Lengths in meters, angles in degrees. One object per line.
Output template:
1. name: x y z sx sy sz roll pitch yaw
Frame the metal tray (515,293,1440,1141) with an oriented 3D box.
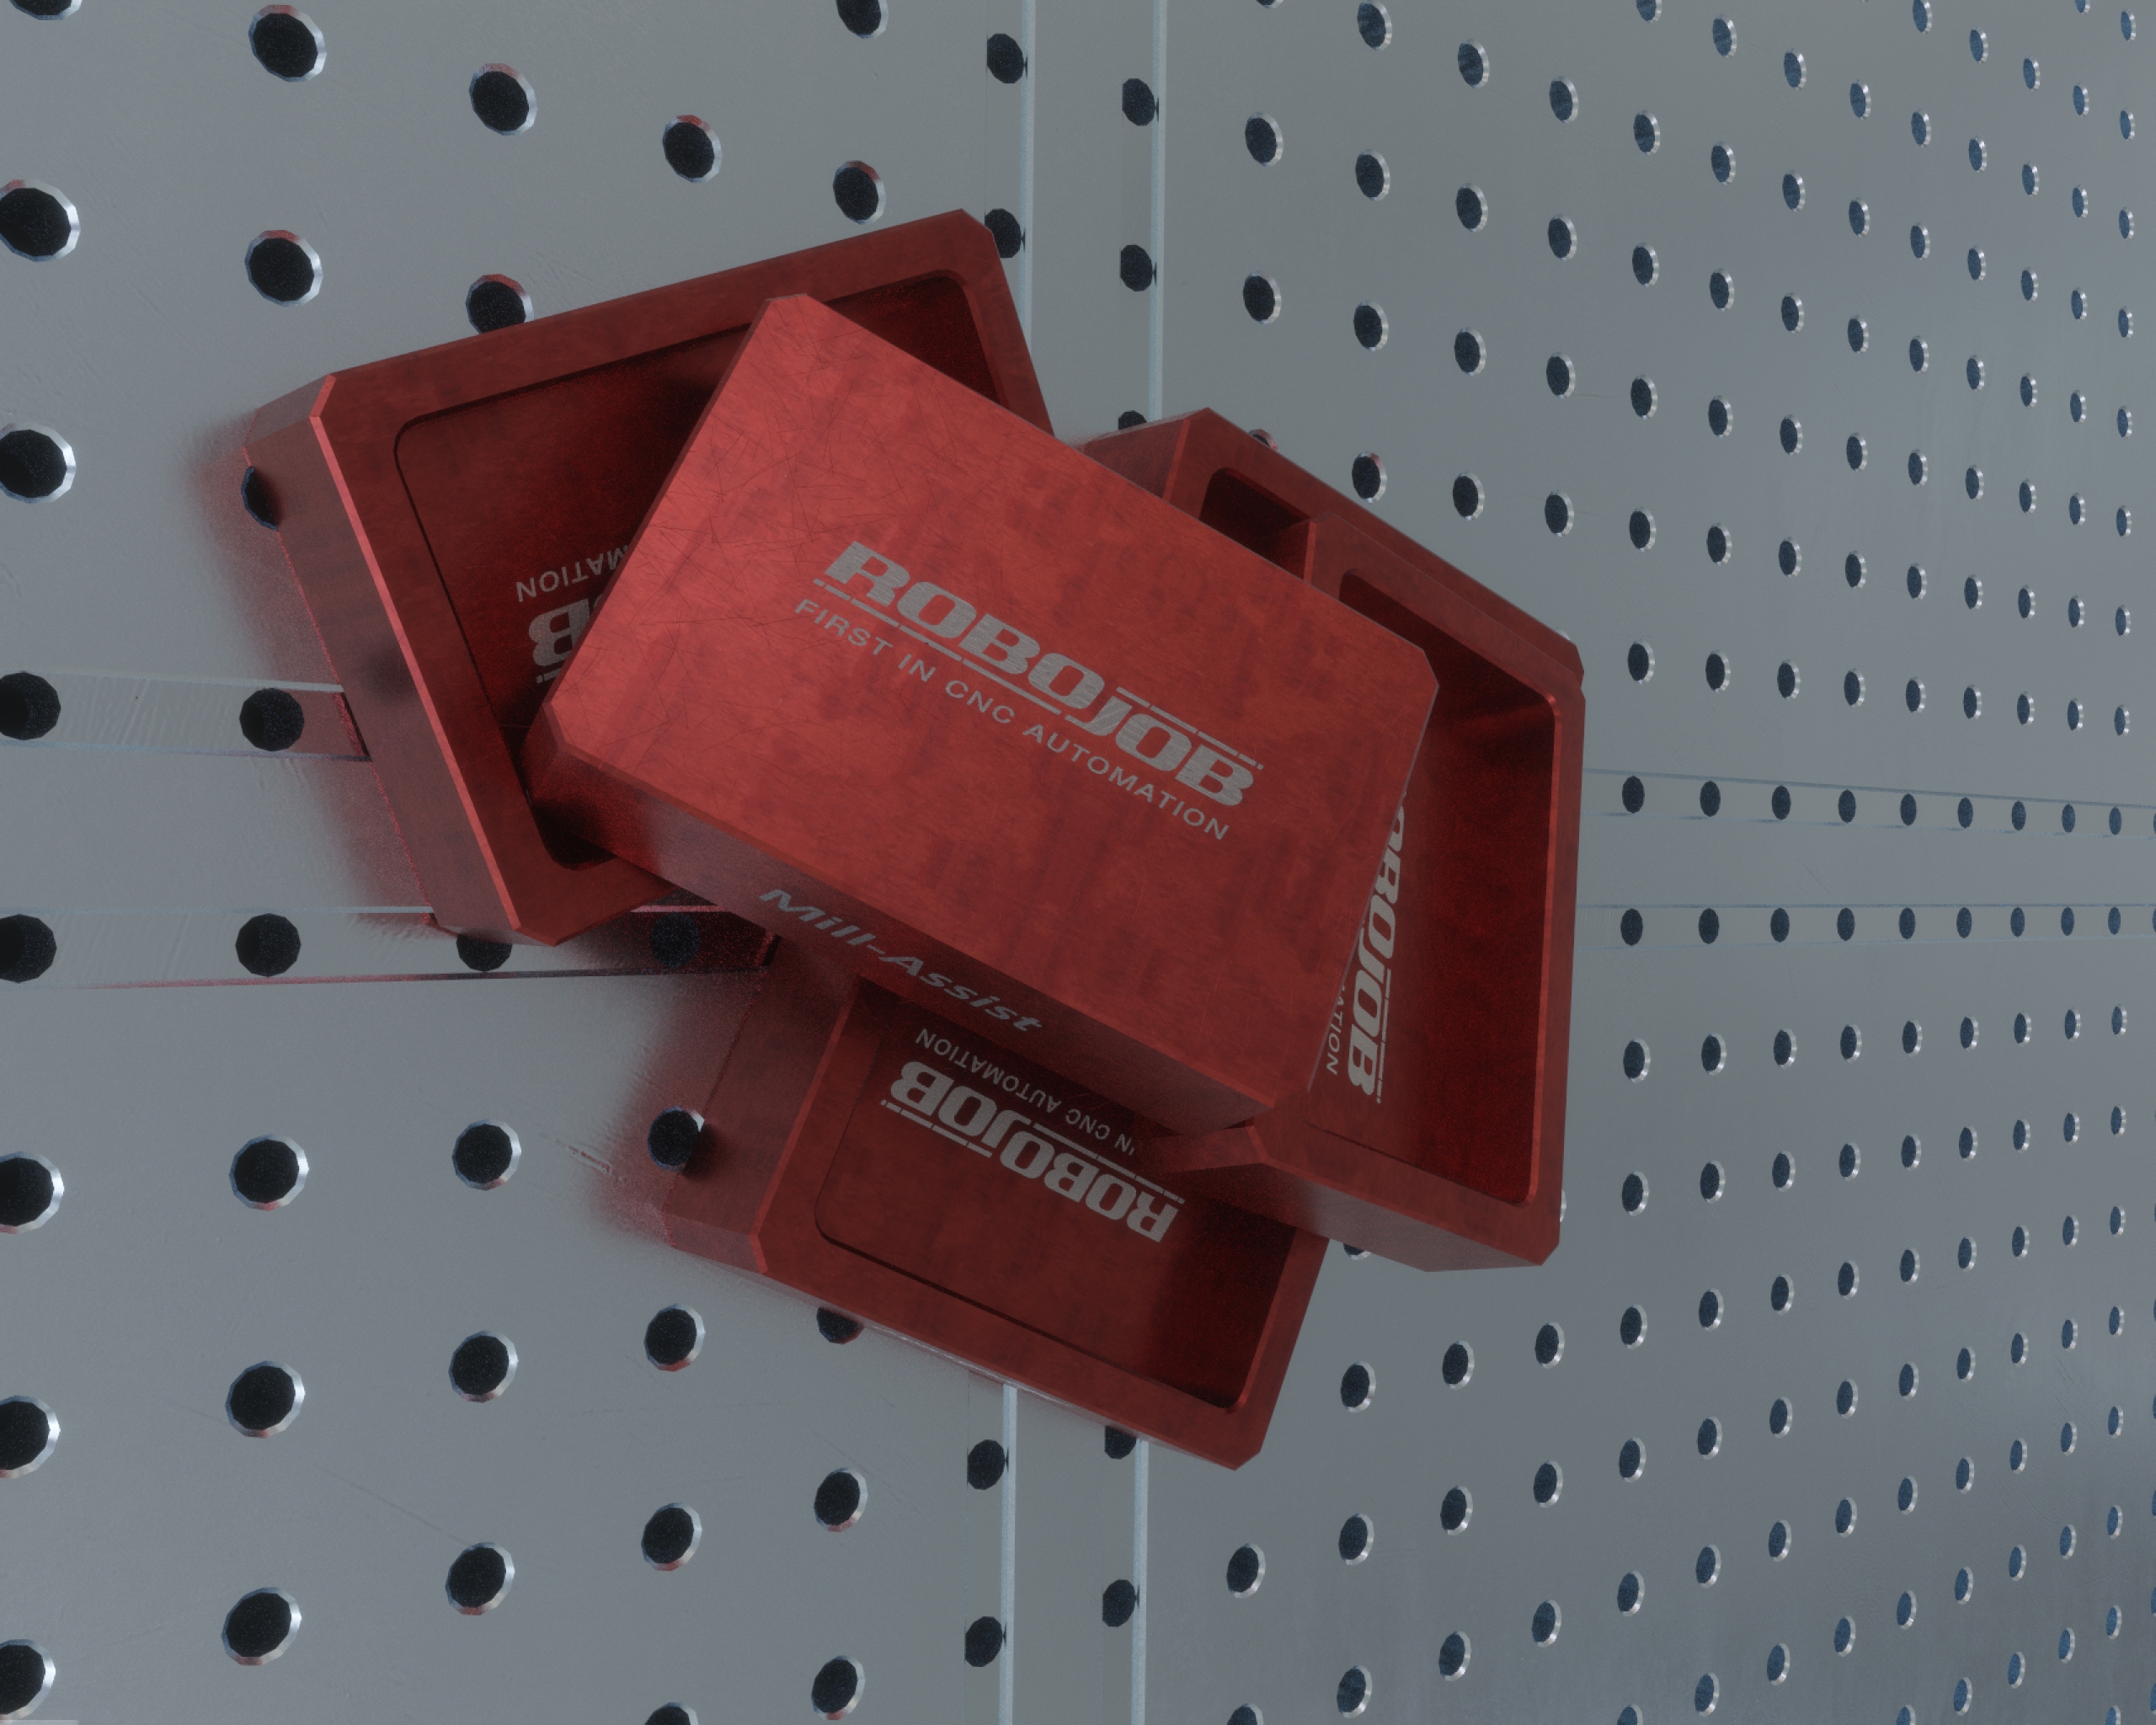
1. metal tray: -0.012 -0.023 0.342 0.131 0.030 0.090 28 63 -13

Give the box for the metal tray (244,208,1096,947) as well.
1. metal tray: -0.059 -0.051 0.355 0.131 0.030 0.090 -28 107 -36

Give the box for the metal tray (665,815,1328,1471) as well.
1. metal tray: -0.004 0.054 0.402 0.130 0.030 0.090 33 70 -35

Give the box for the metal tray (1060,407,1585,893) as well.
1. metal tray: 0.050 -0.027 0.445 0.131 0.030 0.090 24 75 -36

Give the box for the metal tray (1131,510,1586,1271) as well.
1. metal tray: 0.060 0.008 0.414 0.090 0.030 0.130 25 63 -37
